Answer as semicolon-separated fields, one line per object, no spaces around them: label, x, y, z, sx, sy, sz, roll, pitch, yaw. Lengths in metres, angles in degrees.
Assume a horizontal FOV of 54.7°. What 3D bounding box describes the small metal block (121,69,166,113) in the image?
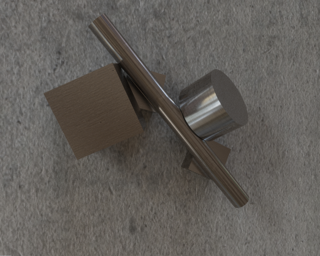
small metal block;-0.025;-0.049;0.402;0.050;0.025;0.050;13;86;-20

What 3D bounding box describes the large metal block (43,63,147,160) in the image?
large metal block;-0.070;-0.021;0.354;0.080;0.050;0.080;-23;100;5

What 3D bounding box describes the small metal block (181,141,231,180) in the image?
small metal block;0.065;0.042;0.436;0.050;0.025;0.050;26;81;-19

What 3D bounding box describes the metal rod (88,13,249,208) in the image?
metal rod;0.020;-0.012;0.392;0.025;0.025;0.300;-43;104;-15

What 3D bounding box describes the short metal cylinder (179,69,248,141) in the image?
short metal cylinder;0.070;-0.029;0.403;0.080;0.050;0.080;33;42;-35
